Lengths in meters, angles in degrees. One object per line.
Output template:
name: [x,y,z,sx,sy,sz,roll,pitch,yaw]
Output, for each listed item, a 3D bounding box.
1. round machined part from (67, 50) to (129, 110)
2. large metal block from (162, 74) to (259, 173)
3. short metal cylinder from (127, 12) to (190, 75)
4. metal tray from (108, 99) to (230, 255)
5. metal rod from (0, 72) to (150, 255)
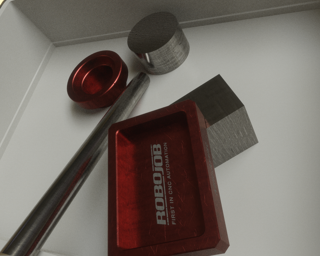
round machined part: [-0.092,-0.070,0.484,0.098,0.042,0.098,-13,56,20]
large metal block: [0.053,0.001,0.341,0.080,0.080,0.050,-32,52,7]
short metal cylinder: [-0.002,-0.127,0.467,0.080,0.050,0.080,-13,56,20]
metal tray: [0.001,0.046,0.270,0.090,0.030,0.130,-17,56,17]
metal rod: [-0.070,0.015,0.352,0.025,0.025,0.301,-6,34,25]
